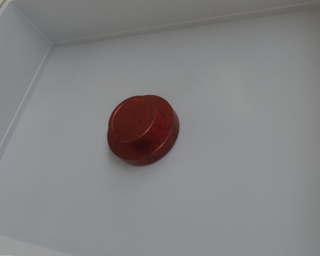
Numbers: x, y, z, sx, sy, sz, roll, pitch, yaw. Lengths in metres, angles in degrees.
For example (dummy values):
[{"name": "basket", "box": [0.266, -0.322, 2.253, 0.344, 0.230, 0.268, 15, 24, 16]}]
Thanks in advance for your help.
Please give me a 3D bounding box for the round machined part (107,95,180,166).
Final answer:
[{"name": "round machined part", "box": [-0.028, -0.004, 0.406, 0.098, 0.042, 0.098, -13, 56, 20]}]
